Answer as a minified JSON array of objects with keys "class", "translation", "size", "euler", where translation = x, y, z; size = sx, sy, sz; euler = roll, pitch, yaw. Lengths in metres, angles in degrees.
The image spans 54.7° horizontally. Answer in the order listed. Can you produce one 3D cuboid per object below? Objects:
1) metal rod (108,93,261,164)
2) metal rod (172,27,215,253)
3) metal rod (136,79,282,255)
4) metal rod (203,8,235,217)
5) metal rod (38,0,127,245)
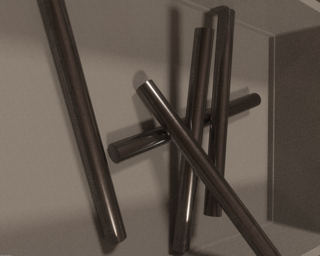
[{"class":"metal rod","translation":[0.057,-0.010,0.456],"size":[0.302,0.025,0.025],"euler":[-20,103,-38]},{"class":"metal rod","translation":[0.043,0.021,0.414],"size":[0.025,0.025,0.298],"euler":[-1,100,-40]},{"class":"metal rod","translation":[0.068,0.067,0.387],"size":[0.025,0.025,0.299],"euler":[-34,87,-35]},{"class":"metal rod","translation":[0.087,-0.026,0.448],"size":[0.025,0.025,0.298],"euler":[11,81,-40]},{"class":"metal rod","translation":[-0.084,-0.012,0.337],"size":[0.025,0.025,0.298],"euler":[-21,104,-38]}]
